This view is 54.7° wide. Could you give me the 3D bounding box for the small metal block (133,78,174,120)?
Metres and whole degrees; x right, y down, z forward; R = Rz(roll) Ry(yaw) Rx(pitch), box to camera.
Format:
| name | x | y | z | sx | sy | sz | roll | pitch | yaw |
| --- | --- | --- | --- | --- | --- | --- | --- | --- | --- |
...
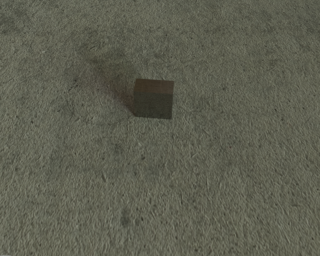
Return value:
| name | x | y | z | sx | sy | sz | roll | pitch | yaw |
| --- | --- | --- | --- | --- | --- | --- | --- | --- | --- |
| small metal block | -0.008 | -0.039 | 0.420 | 0.050 | 0.050 | 0.025 | 4 | 50 | 3 |
